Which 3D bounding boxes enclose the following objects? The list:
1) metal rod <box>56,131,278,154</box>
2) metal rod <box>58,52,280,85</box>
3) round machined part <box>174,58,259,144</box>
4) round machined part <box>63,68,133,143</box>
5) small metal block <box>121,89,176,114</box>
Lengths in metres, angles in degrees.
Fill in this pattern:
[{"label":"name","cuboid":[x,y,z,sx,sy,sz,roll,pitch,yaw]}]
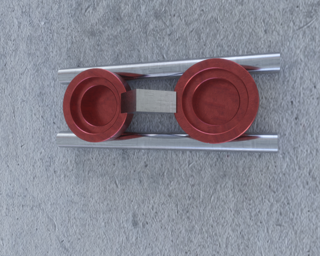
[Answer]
[{"label":"metal rod","cuboid":[-0.005,0.017,0.411,0.301,0.025,0.025,0,90,19]},{"label":"metal rod","cuboid":[-0.002,-0.076,0.410,0.301,0.025,0.025,0,90,19]},{"label":"round machined part","cuboid":[0.068,-0.031,0.371,0.098,0.042,0.097,0,90,20]},{"label":"round machined part","cuboid":[-0.079,-0.030,0.424,0.098,0.042,0.097,0,90,20]},{"label":"small metal block","cuboid":[-0.015,-0.030,0.374,0.050,0.050,0.025,-1,89,63]}]
